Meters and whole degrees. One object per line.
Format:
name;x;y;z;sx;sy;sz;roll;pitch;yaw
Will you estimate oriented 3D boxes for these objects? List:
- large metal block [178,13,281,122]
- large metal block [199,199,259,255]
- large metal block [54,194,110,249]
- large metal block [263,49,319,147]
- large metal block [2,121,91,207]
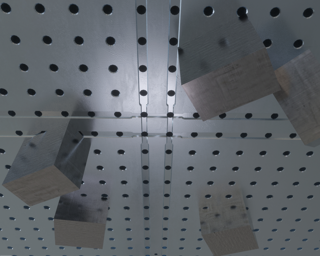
large metal block;0.067;-0.064;0.322;0.080;0.080;0.050;-23;126;18
large metal block;0.121;0.178;0.548;0.080;0.050;0.080;-17;128;14
large metal block;-0.133;0.160;0.530;0.080;0.050;0.079;8;130;-7
large metal block;0.163;-0.027;0.333;0.050;0.080;0.080;-34;159;25
large metal block;-0.147;0.047;0.415;0.080;0.080;0.050;-21;127;17
